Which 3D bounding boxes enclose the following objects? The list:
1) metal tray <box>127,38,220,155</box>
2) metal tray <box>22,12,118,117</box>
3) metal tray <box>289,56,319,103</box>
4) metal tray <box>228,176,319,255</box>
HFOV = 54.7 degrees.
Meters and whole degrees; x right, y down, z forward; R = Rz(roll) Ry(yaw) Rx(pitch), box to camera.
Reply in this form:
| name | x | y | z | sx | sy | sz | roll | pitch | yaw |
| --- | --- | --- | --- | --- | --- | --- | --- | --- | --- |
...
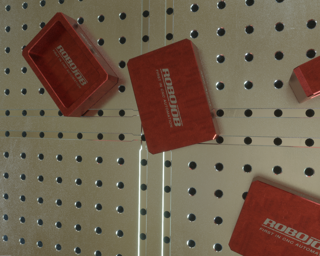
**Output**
| name | x | y | z | sx | sy | sz | roll | pitch | yaw |
| --- | --- | --- | --- | --- | --- | --- | --- | --- | --- |
| metal tray | 0.017 | -0.038 | 0.403 | 0.090 | 0.030 | 0.129 | -16 | 85 | 19 |
| metal tray | -0.134 | -0.091 | 0.455 | 0.090 | 0.030 | 0.130 | -40 | 78 | 15 |
| metal tray | 0.200 | -0.069 | 0.307 | 0.130 | 0.090 | 0.030 | -26 | 82 | 18 |
| metal tray | 0.156 | 0.122 | 0.355 | 0.130 | 0.030 | 0.089 | 20 | 97 | 18 |
